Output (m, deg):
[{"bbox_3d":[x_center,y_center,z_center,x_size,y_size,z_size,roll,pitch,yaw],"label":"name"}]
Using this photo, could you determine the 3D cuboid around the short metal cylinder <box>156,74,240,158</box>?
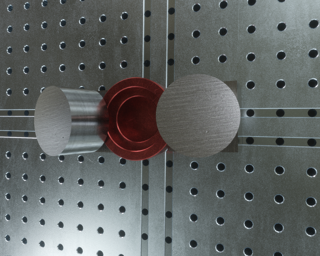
[{"bbox_3d":[0.036,-0.012,0.319,0.081,0.050,0.080,0,90,0],"label":"short metal cylinder"}]

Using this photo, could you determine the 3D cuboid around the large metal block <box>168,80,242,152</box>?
[{"bbox_3d":[0.057,-0.012,0.379,0.080,0.050,0.080,-1,90,20],"label":"large metal block"}]

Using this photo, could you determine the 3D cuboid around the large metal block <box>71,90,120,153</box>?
[{"bbox_3d":[-0.085,-0.009,0.429,0.080,0.050,0.080,1,90,20],"label":"large metal block"}]

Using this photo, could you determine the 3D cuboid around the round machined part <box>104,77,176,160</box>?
[{"bbox_3d":[-0.023,-0.011,0.380,0.098,0.042,0.097,0,90,20],"label":"round machined part"}]

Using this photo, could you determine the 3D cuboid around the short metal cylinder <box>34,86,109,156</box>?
[{"bbox_3d":[-0.106,-0.008,0.370,0.080,0.050,0.079,1,92,41],"label":"short metal cylinder"}]
